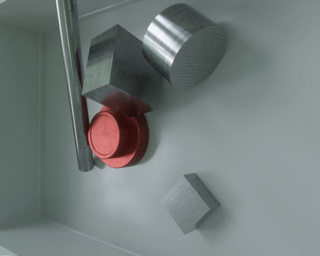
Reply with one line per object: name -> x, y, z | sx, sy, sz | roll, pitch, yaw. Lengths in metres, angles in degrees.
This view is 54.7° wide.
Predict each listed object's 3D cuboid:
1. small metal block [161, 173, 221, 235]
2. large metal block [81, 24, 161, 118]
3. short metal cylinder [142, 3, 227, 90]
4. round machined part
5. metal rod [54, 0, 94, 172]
small metal block -> 0.036, 0.091, 0.375 | 0.050, 0.025, 0.050 | 51, 119, 27
large metal block -> -0.045, -0.068, 0.392 | 0.050, 0.080, 0.080 | -14, 62, 39
short metal cylinder -> 0.028, -0.090, 0.347 | 0.050, 0.081, 0.080 | 47, 118, 29
round machined part -> -0.066, 0.010, 0.448 | 0.098, 0.042, 0.097 | 0, 90, 39
metal rod -> -0.114, -0.060, 0.422 | 0.025, 0.025, 0.298 | 31, 133, 35
